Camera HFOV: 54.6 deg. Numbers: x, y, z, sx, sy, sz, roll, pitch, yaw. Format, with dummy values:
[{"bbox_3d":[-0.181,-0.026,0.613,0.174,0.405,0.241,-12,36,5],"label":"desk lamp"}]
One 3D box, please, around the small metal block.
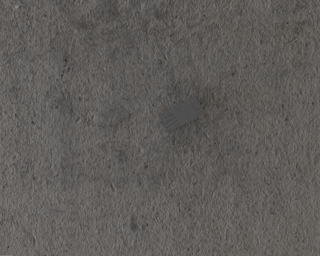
[{"bbox_3d":[0.026,-0.017,0.398,0.050,0.050,0.025,-27,90,0],"label":"small metal block"}]
